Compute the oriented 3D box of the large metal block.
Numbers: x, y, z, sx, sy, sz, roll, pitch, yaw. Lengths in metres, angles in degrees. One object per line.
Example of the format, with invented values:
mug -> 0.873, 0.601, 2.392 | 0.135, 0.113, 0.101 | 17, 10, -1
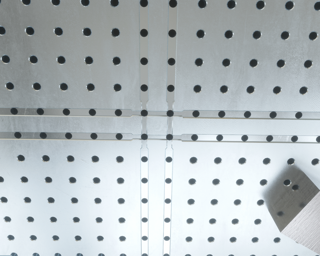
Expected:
large metal block -> 0.222, 0.125, 0.447 | 0.080, 0.050, 0.080 | 31, 107, -11
